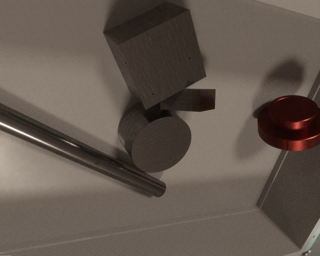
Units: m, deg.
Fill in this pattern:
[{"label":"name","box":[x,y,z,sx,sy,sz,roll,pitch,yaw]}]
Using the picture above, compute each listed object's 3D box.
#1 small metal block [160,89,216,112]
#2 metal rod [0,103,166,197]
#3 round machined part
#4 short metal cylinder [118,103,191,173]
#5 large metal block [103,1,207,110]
[{"label":"small metal block","box":[0.035,-0.035,0.376,0.050,0.050,0.025,-13,106,-60]},{"label":"metal rod","box":[-0.099,0.029,0.373,0.301,0.025,0.025,33,100,-39]},{"label":"round machined part","box":[0.198,-0.014,0.464,0.099,0.098,0.042,-25,128,-13]},{"label":"short metal cylinder","box":[-0.007,0.010,0.396,0.081,0.050,0.079,-14,125,-21]},{"label":"large metal block","box":[-0.004,-0.080,0.342,0.080,0.050,0.080,-30,129,-10]}]
